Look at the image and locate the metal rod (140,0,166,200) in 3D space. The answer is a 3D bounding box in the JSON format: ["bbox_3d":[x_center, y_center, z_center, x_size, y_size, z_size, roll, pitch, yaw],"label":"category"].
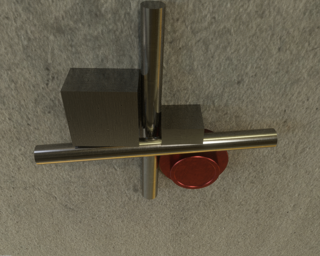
[{"bbox_3d":[-0.012,-0.008,0.401,0.025,0.025,0.298,1,130,-2],"label":"metal rod"}]

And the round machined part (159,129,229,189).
[{"bbox_3d":[0.048,0.050,0.440,0.099,0.042,0.097,-1,130,0],"label":"round machined part"}]

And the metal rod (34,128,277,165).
[{"bbox_3d":[-0.003,0.023,0.396,0.302,0.025,0.025,-4,130,-3],"label":"metal rod"}]

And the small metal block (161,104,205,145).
[{"bbox_3d":[0.027,-0.005,0.388,0.050,0.050,0.025,-1,130,0],"label":"small metal block"}]

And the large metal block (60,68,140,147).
[{"bbox_3d":[-0.065,-0.024,0.370,0.081,0.050,0.079,1,130,-1],"label":"large metal block"}]
